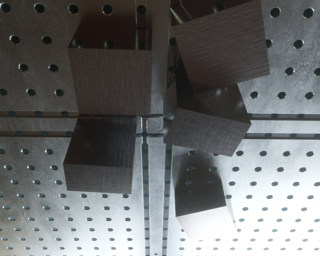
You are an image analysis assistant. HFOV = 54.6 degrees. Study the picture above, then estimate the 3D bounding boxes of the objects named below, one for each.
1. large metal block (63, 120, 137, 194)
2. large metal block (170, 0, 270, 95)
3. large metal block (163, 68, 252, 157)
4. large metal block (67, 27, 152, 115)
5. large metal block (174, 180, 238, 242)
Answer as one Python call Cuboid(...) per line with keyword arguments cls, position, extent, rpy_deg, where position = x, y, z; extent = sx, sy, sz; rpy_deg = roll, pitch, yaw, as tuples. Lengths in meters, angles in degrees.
Cuboid(cls="large metal block", position=(-0.074, 0.037, 0.406), extent=(0.080, 0.080, 0.050), rpy_deg=(4, 130, -4))
Cuboid(cls="large metal block", position=(0.062, -0.090, 0.319), extent=(0.080, 0.050, 0.080), rpy_deg=(-15, 129, 12))
Cuboid(cls="large metal block", position=(0.049, -0.019, 0.359), extent=(0.080, 0.080, 0.050), rpy_deg=(12, 129, -10))
Cuboid(cls="large metal block", position=(-0.050, -0.061, 0.342), extent=(0.080, 0.050, 0.080), rpy_deg=(1, 130, -1))
Cuboid(cls="large metal block", position=(0.076, 0.139, 0.514), extent=(0.080, 0.050, 0.080), rpy_deg=(-16, 128, 13))
